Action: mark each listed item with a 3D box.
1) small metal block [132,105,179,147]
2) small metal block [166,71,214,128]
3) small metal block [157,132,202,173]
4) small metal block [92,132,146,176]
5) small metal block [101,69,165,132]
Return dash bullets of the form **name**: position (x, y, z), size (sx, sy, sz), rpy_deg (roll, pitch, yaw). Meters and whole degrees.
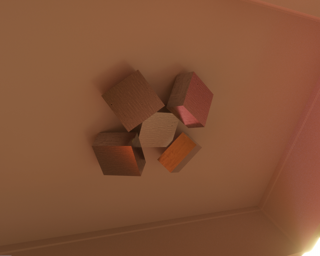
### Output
- **small metal block**: position (-0.007, -0.003, 0.400), size (0.050, 0.025, 0.050), rpy_deg (1, 118, -29)
- **small metal block**: position (0.039, -0.034, 0.390), size (0.050, 0.025, 0.050), rpy_deg (40, 58, -39)
- **small metal block**: position (0.029, 0.035, 0.429), size (0.050, 0.025, 0.050), rpy_deg (-48, 163, 5)
- **small metal block**: position (-0.050, 0.033, 0.384), size (0.050, 0.025, 0.050), rpy_deg (-1, 128, 16)
- **small metal block**: position (-0.030, -0.030, 0.355), size (0.050, 0.025, 0.050), rpy_deg (-36, 92, -3)
